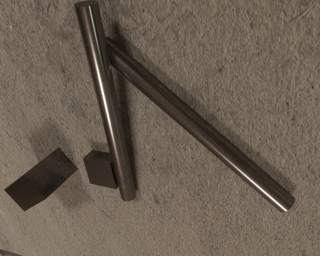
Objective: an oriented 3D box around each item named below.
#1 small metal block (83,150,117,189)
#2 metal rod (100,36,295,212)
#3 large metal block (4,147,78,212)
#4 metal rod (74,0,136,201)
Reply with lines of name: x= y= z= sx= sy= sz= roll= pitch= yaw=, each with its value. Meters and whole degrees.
small metal block: x=-0.089 y=0.066 z=0.492 sx=0.050 sy=0.025 sz=0.050 roll=7 pitch=122 yaw=24
metal rod: x=0.043 y=-0.004 z=0.380 sx=0.300 sy=0.025 sz=0.025 roll=41 pitch=129 yaw=-1
large metal block: x=-0.202 y=0.087 z=0.529 sx=0.080 sy=0.080 sz=0.050 roll=-31 pitch=101 yaw=37
metal rod: x=-0.064 y=-0.010 z=0.411 sx=0.025 sy=0.025 sz=0.298 roll=11 pitch=130 yaw=22
